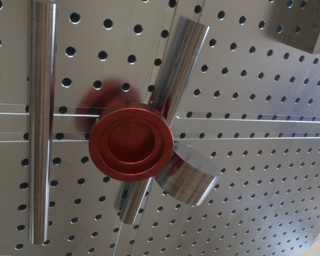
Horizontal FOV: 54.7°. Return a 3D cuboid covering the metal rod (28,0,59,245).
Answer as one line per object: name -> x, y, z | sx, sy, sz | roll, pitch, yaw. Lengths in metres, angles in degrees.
metal rod -> -0.134, 0.015, 0.347 | 0.025, 0.025, 0.298 | -3, 120, -28

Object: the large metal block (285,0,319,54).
large metal block -> 0.235, -0.150, 0.433 | 0.081, 0.050, 0.079 | -8, 122, -25

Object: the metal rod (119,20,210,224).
metal rod -> -0.001, 0.007, 0.416 | 0.025, 0.025, 0.298 | 6, 115, -32

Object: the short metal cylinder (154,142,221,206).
short metal cylinder -> 0.038, 0.064, 0.438 | 0.080, 0.080, 0.050 | 20, 108, -36

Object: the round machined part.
round machined part -> -0.035, 0.014, 0.378 | 0.099, 0.042, 0.097 | -3, 115, -6
